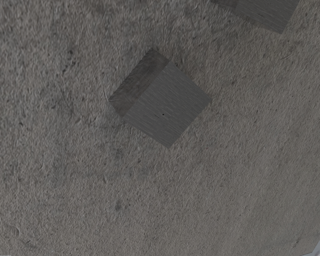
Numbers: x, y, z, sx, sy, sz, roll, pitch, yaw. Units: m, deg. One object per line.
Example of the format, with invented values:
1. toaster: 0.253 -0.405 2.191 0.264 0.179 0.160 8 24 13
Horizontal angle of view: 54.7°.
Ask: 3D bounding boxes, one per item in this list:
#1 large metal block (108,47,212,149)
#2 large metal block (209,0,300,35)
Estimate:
1. large metal block: 0.000 -0.034 0.370 0.080 0.050 0.080 -50 129 7
2. large metal block: 0.117 -0.164 0.353 0.081 0.050 0.079 12 113 -33
